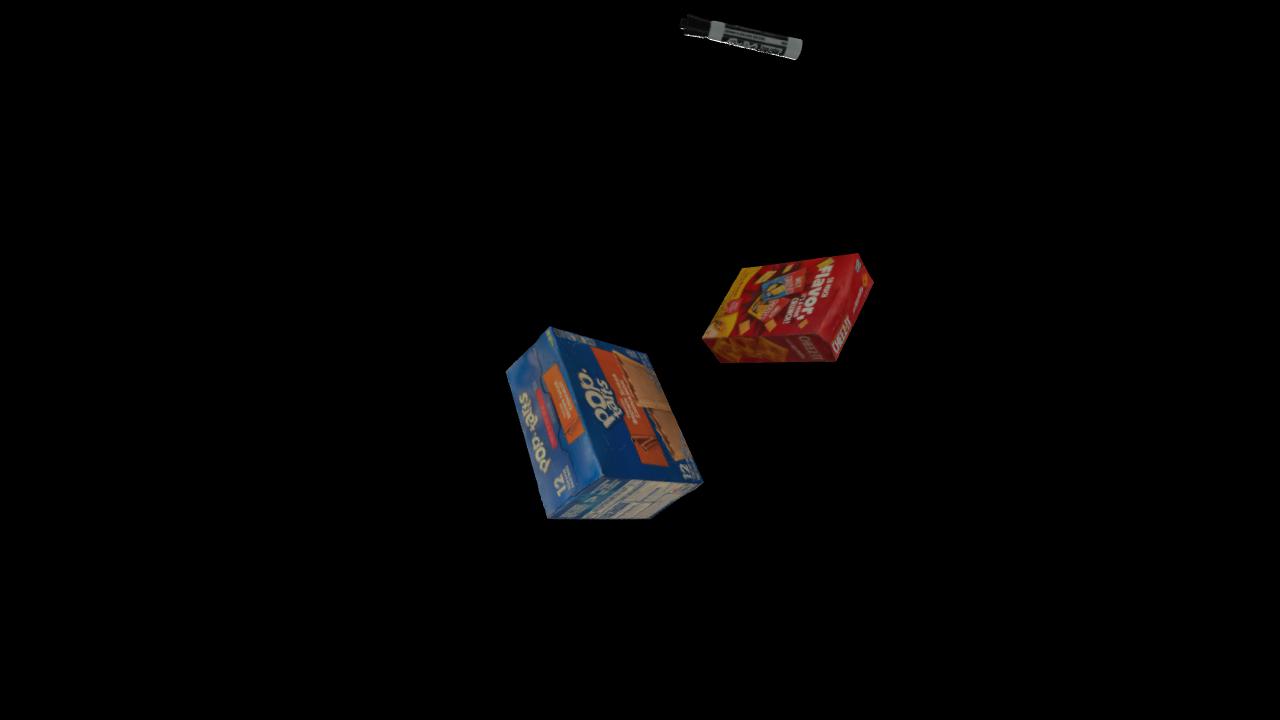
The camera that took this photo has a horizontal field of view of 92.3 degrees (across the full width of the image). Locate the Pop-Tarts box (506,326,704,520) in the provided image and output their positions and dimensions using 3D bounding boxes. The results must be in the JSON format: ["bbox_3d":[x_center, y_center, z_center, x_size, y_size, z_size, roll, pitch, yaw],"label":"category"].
[{"bbox_3d":[-0.037,0.066,0.612,0.141,0.167,0.083,15,-49,-45],"label":"Pop-Tarts box"}]

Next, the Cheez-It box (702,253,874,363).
[{"bbox_3d":[0.225,-0.077,0.958,0.223,0.166,0.071,-1,-41,49],"label":"Cheez-It box"}]

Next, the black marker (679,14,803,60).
[{"bbox_3d":[0.098,-0.314,0.598,0.121,0.020,0.020,8,-1,-8],"label":"black marker"}]
